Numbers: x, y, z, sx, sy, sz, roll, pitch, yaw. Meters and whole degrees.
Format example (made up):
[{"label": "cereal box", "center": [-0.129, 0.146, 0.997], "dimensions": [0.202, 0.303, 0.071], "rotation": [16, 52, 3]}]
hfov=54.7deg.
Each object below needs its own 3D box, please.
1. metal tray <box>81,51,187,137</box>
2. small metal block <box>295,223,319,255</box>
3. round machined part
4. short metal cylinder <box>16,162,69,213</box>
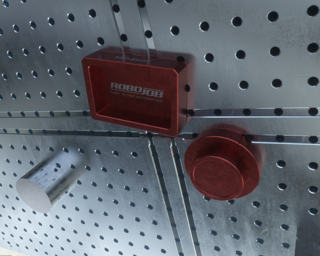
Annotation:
[{"label": "metal tray", "center": [-0.032, -0.045, 0.396], "dimensions": [0.130, 0.030, 0.089], "rotation": [12, 124, 21]}, {"label": "small metal block", "center": [0.198, 0.158, 0.389], "dimensions": [0.050, 0.050, 0.025], "rotation": [46, 129, -4]}, {"label": "round machined part", "center": [0.076, 0.053, 0.393], "dimensions": [0.098, 0.042, 0.097], "rotation": [13, 124, 21]}, {"label": "short metal cylinder", "center": [-0.219, 0.112, 0.580], "dimensions": [0.080, 0.050, 0.079], "rotation": [13, 124, 21]}]
